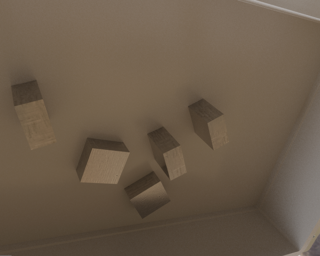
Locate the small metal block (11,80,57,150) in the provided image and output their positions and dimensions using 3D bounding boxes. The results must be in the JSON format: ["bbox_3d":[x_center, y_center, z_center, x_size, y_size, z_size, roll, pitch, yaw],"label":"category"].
[{"bbox_3d":[-0.128,-0.014,0.314,0.025,0.050,0.050,-18,126,-18],"label":"small metal block"}]

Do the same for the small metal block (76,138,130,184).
[{"bbox_3d":[-0.073,0.043,0.396,0.050,0.025,0.050,10,113,-33],"label":"small metal block"}]

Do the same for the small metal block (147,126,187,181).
[{"bbox_3d":[0.009,0.034,0.421,0.025,0.050,0.050,-25,128,-13],"label":"small metal block"}]

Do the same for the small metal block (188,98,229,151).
[{"bbox_3d":[0.067,-0.005,0.428,0.025,0.050,0.050,-28,128,-11],"label":"small metal block"}]

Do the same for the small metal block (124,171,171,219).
[{"bbox_3d":[-0.018,0.100,0.463,0.050,0.025,0.050,-30,129,-9],"label":"small metal block"}]
